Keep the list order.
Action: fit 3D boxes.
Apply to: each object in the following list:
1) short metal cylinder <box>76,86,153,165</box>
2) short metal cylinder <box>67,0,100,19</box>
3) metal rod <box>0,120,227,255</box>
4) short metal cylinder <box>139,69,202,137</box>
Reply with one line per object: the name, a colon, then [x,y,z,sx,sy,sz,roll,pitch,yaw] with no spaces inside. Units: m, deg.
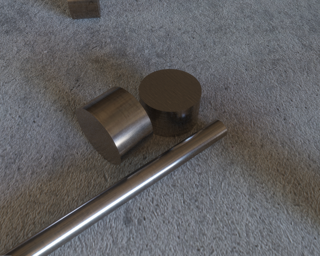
short metal cylinder: [-0.054,-0.003,0.369,0.080,0.080,0.050,37,59,27]
short metal cylinder: [-0.141,-0.244,0.571,0.050,0.080,0.080,-6,50,-5]
metal rod: [-0.041,0.070,0.343,0.302,0.025,0.025,-30,57,-23]
short metal cylinder: [0.013,-0.034,0.416,0.081,0.050,0.080,0,50,0]
